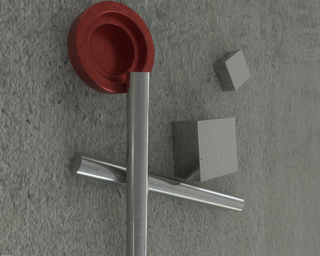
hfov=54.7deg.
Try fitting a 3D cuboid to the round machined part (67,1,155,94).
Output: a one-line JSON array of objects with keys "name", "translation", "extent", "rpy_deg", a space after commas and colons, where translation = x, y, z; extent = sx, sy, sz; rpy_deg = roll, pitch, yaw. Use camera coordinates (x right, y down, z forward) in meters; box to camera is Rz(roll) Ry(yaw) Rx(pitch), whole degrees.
[{"name": "round machined part", "translation": [-0.057, -0.086, 0.347], "extent": [0.099, 0.042, 0.097], "rpy_deg": [0, 90, -40]}]

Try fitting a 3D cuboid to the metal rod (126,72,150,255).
[{"name": "metal rod", "translation": [-0.026, 0.087, 0.355], "extent": [0.025, 0.025, 0.298], "rpy_deg": [-8, 104, -40]}]

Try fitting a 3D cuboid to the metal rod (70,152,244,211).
[{"name": "metal rod", "translation": [0.020, 0.082, 0.423], "extent": [0.302, 0.025, 0.025], "rpy_deg": [22, 76, -38]}]

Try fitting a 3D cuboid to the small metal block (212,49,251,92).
[{"name": "small metal block", "translation": [0.118, -0.094, 0.506], "extent": [0.050, 0.025, 0.050], "rpy_deg": [-40, 115, -33]}]

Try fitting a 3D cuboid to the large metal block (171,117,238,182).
[{"name": "large metal block", "translation": [0.065, 0.027, 0.446], "extent": [0.081, 0.050, 0.079], "rpy_deg": [-7, 94, -40]}]
